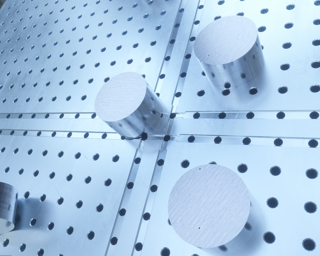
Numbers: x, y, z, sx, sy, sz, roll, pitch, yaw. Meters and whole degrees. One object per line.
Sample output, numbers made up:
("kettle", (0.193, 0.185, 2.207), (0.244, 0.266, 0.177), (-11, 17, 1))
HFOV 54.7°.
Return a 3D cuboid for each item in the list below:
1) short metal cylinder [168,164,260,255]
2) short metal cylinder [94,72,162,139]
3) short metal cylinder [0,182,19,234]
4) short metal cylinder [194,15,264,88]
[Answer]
("short metal cylinder", (0.055, 0.083, 0.312), (0.080, 0.050, 0.080), (-13, 56, 21))
("short metal cylinder", (-0.044, -0.032, 0.435), (0.080, 0.050, 0.080), (-13, 56, 21))
("short metal cylinder", (-0.244, 0.113, 0.432), (0.080, 0.080, 0.050), (-21, 54, 16))
("short metal cylinder", (0.091, -0.099, 0.405), (0.080, 0.050, 0.080), (-13, 56, 21))
